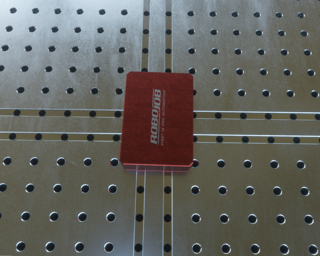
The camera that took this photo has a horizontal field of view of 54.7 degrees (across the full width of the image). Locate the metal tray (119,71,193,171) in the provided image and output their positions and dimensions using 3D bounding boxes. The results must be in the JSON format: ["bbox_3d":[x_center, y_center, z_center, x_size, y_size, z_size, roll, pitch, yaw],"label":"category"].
[{"bbox_3d":[-0.002,-0.010,0.412,0.091,0.030,0.130,2,70,0],"label":"metal tray"}]
